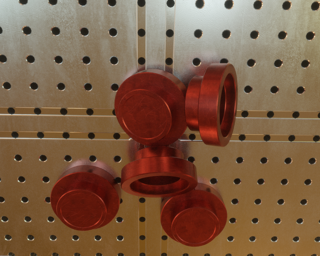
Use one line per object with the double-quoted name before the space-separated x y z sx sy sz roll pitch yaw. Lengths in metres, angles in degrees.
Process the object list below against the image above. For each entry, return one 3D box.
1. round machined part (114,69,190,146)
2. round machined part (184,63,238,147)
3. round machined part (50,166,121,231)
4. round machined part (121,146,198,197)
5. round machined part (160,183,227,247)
"round machined part" -0.012 -0.020 0.381 0.098 0.042 0.097 7 114 17
"round machined part" 0.061 -0.028 0.371 0.042 0.099 0.097 6 112 25
"round machined part" -0.108 0.106 0.442 0.099 0.042 0.097 0 110 -1
"round machined part" -0.001 0.057 0.408 0.099 0.042 0.098 -2 150 -1
"round machined part" 0.050 0.133 0.454 0.099 0.042 0.097 0 110 -1
